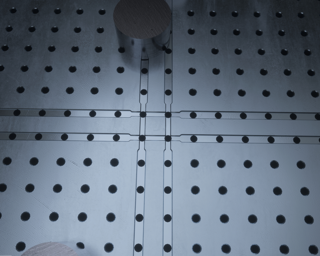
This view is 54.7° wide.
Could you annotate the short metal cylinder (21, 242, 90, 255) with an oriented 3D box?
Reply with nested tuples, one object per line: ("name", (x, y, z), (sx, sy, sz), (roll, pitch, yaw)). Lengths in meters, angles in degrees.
("short metal cylinder", (-0.115, 0.166, 0.336), (0.081, 0.050, 0.080), (0, 70, 0))

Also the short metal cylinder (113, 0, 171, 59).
("short metal cylinder", (-0.025, -0.149, 0.452), (0.081, 0.050, 0.080), (0, 70, 0))
